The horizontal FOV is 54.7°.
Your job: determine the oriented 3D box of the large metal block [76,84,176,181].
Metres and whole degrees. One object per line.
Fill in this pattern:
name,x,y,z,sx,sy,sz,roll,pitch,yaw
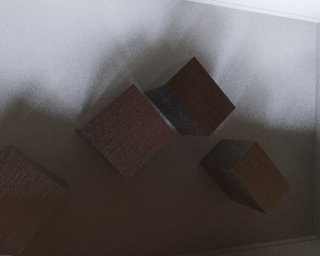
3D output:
large metal block,-0.043,0.005,0.381,0.080,0.050,0.080,-43,104,-15

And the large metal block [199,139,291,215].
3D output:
large metal block,0.113,0.062,0.423,0.050,0.080,0.080,-44,104,-15

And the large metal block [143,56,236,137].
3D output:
large metal block,0.034,-0.036,0.394,0.050,0.080,0.080,-46,104,-14

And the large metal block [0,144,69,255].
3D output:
large metal block,-0.160,0.075,0.338,0.080,0.050,0.080,40,77,-16
